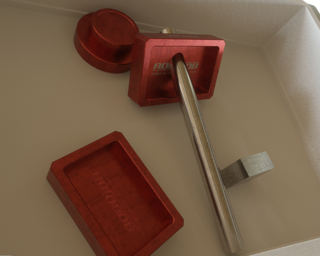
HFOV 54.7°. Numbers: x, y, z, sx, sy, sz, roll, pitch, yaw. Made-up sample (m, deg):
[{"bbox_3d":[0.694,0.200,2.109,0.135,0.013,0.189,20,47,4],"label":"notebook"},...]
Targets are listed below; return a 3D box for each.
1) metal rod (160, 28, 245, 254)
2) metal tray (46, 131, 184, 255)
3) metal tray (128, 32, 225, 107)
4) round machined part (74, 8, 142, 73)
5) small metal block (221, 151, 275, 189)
[{"bbox_3d":[0.049,0.005,0.403,0.025,0.025,0.299,-7,74,-32],"label":"metal rod"},{"bbox_3d":[-0.046,0.076,0.331,0.091,0.030,0.130,-29,78,-38],"label":"metal tray"},{"bbox_3d":[0.024,-0.081,0.427,0.131,0.089,0.030,-9,32,-33],"label":"metal tray"},{"bbox_3d":[-0.068,-0.129,0.438,0.099,0.042,0.098,14,56,-21],"label":"round machined part"},{"bbox_3d":[0.116,0.057,0.419,0.050,0.050,0.025,-10,67,-33],"label":"small metal block"}]
